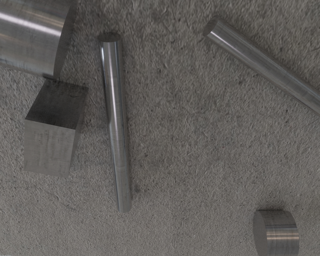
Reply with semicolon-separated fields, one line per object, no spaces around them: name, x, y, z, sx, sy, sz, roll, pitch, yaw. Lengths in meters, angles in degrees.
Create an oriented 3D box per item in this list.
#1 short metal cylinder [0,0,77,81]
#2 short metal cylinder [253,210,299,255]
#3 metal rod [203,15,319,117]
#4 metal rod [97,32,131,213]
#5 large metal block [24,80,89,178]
short metal cylinder;-0.115;-0.090;0.293;0.050;0.080;0.079;16;128;-13
short metal cylinder;0.195;0.182;0.529;0.050;0.080;0.079;-1;130;1
metal rod;0.176;-0.041;0.374;0.301;0.025;0.025;27;125;-22
metal rod;-0.056;0.018;0.421;0.025;0.025;0.298;1;130;-1
large metal block;-0.123;0.000;0.370;0.050;0.080;0.079;13;129;-11
